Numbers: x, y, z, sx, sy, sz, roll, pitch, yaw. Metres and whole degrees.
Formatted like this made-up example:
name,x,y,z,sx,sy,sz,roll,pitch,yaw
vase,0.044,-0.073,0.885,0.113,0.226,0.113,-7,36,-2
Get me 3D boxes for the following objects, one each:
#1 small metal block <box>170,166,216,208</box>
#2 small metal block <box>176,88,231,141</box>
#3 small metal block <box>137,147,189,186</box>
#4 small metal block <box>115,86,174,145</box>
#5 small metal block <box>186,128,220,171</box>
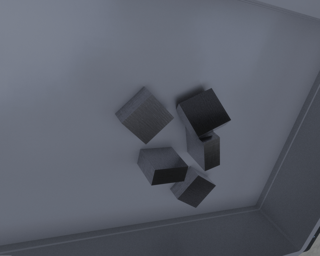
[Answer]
name,x,y,z,sx,sy,sz,roll,pitch,yaw
small metal block,0.054,0.096,0.500,0.050,0.025,0.050,34,99,-39
small metal block,0.057,-0.018,0.412,0.050,0.050,0.025,-26,169,-12
small metal block,0.003,0.051,0.428,0.050,0.050,0.025,-2,119,-28
small metal block,-0.019,-0.015,0.390,0.050,0.025,0.050,-44,130,2
small metal block,0.061,0.025,0.443,0.025,0.050,0.050,-20,126,-17
